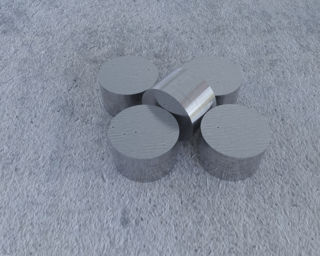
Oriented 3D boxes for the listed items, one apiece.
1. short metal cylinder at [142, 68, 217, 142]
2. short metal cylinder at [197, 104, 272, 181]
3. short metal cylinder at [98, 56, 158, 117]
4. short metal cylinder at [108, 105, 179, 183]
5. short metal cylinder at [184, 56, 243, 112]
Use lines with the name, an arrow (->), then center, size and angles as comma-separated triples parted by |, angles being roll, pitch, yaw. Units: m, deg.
short metal cylinder -> 0.024, -0.029, 0.394 | 0.080, 0.080, 0.050 | 32, 57, 24
short metal cylinder -> 0.087, 0.017, 0.374 | 0.081, 0.050, 0.080 | 0, 50, 0
short metal cylinder -> -0.043, -0.057, 0.434 | 0.081, 0.050, 0.080 | 0, 50, 0
short metal cylinder -> -0.018, 0.018, 0.372 | 0.081, 0.050, 0.080 | 0, 50, 0
short metal cylinder -> 0.070, -0.055, 0.434 | 0.081, 0.050, 0.080 | 0, 50, 0
